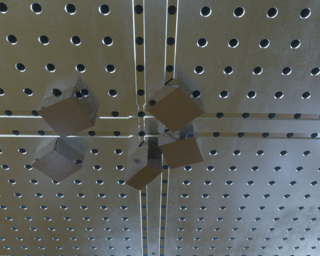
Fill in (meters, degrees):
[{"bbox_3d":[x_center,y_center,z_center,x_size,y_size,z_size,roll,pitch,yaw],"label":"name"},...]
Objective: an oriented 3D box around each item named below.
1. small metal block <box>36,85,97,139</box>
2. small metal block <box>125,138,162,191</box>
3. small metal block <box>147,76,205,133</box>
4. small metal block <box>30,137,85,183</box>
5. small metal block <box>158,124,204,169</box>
[{"bbox_3d":[-0.117,-0.019,0.393,0.050,0.025,0.050,-20,128,16],"label":"small metal block"},{"bbox_3d":[-0.023,0.052,0.439,0.025,0.050,0.050,32,123,-24],"label":"small metal block"},{"bbox_3d":[0.019,-0.028,0.388,0.050,0.025,0.050,-35,123,25],"label":"small metal block"},{"bbox_3d":[-0.148,0.047,0.450,0.050,0.025,0.050,-32,124,24],"label":"small metal block"},{"bbox_3d":[0.030,0.027,0.436,0.050,0.025,0.050,-15,129,12],"label":"small metal block"}]
